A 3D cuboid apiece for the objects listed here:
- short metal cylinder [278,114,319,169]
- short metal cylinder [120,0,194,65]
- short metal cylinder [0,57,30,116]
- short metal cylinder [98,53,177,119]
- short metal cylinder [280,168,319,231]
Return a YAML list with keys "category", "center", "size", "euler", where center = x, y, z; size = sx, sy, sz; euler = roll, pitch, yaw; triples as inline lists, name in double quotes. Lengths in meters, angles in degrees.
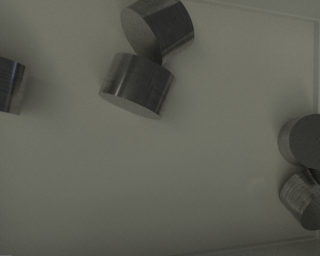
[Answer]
- category: "short metal cylinder"
  center: [0.228, 0.021, 0.469]
  size: [0.080, 0.050, 0.080]
  euler: [0, 86, 3]
- category: "short metal cylinder"
  center: [-0.004, -0.121, 0.381]
  size: [0.050, 0.080, 0.080]
  euler: [-38, 103, -16]
- category: "short metal cylinder"
  center: [-0.180, -0.045, 0.315]
  size: [0.081, 0.080, 0.050]
  euler: [12, 86, -20]
- category: "short metal cylinder"
  center: [-0.027, -0.048, 0.372]
  size: [0.080, 0.080, 0.050]
  euler: [24, 82, -19]
- category: "short metal cylinder"
  center: [0.232, 0.107, 0.469]
  size: [0.081, 0.050, 0.079]
  euler: [-8, 121, -14]
